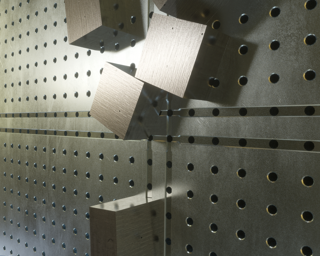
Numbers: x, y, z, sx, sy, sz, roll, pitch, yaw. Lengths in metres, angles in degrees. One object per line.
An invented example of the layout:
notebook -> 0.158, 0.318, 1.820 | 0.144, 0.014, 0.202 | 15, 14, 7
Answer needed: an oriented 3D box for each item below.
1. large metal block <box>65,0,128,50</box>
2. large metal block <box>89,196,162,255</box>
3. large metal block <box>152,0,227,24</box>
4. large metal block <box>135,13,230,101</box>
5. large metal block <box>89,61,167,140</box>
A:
large metal block -> -0.099, -0.175, 0.477 | 0.080, 0.050, 0.080 | -12, 82, 39
large metal block -> -0.044, 0.139, 0.411 | 0.050, 0.081, 0.080 | -4, 88, 40
large metal block -> 0.038, -0.166, 0.343 | 0.080, 0.081, 0.050 | -45, 63, 31
large metal block -> 0.025, -0.085, 0.374 | 0.080, 0.050, 0.080 | 29, 108, 36
large metal block -> -0.045, -0.038, 0.431 | 0.080, 0.050, 0.080 | 33, 111, 35
